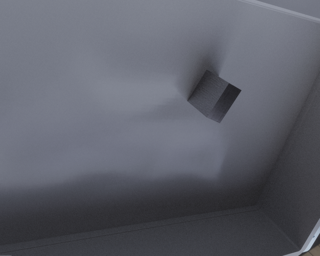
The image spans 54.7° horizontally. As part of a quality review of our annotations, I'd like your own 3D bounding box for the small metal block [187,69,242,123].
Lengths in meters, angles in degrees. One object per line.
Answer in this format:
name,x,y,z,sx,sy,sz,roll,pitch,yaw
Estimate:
small metal block,0.070,-0.042,0.407,0.025,0.050,0.050,21,107,-36
